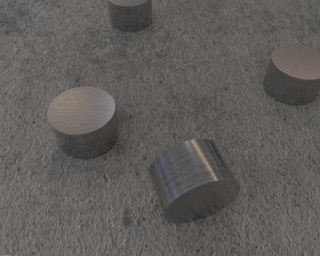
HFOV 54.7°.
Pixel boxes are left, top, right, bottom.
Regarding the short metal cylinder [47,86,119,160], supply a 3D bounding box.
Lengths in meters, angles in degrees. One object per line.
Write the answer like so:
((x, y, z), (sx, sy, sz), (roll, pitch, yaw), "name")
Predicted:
((-0.095, -0.007, 0.392), (0.080, 0.050, 0.080), (0, 50, 0), "short metal cylinder")

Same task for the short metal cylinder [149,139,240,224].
((0.034, 0.056, 0.320), (0.081, 0.080, 0.050), (-14, 52, -12), "short metal cylinder")

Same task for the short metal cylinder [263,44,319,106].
((0.198, -0.079, 0.454), (0.080, 0.050, 0.080), (0, 50, 0), "short metal cylinder")

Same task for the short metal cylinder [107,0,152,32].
((-0.055, -0.222, 0.573), (0.080, 0.050, 0.080), (0, 50, 0), "short metal cylinder")
